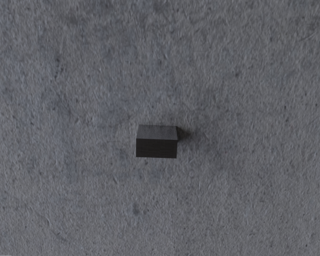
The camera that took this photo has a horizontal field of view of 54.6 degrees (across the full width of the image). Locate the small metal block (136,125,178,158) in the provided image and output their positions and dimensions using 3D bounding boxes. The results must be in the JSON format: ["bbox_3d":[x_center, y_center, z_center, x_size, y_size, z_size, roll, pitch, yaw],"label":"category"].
[{"bbox_3d":[-0.004,0.017,0.402,0.050,0.050,0.025,2,110,-1],"label":"small metal block"}]
